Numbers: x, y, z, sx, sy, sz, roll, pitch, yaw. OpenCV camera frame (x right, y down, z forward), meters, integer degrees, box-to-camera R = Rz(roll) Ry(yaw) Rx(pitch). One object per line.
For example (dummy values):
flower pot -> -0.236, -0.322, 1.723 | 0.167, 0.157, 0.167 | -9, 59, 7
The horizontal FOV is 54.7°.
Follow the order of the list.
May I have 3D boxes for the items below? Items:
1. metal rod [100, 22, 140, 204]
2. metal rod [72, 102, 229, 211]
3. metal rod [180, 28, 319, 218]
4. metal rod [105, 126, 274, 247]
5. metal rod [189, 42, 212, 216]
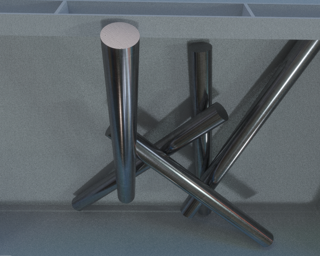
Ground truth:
metal rod -> -0.037, 0.019, 0.324 | 0.025, 0.025, 0.299 | 3, 148, -3
metal rod -> -0.033, 0.054, 0.435 | 0.025, 0.025, 0.299 | 36, 127, -27
metal rod -> 0.104, 0.014, 0.400 | 0.025, 0.025, 0.298 | 19, 121, -16
metal rod -> 0.054, 0.084, 0.414 | 0.301, 0.025, 0.025 | 38, 120, -23
metal rod -> 0.060, 0.025, 0.431 | 0.025, 0.025, 0.298 | -5, 130, 4
